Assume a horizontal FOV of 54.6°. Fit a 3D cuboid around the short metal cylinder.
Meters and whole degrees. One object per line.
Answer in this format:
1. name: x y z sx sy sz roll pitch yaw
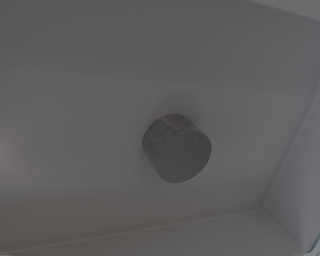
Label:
1. short metal cylinder: 0.022 0.028 0.421 0.081 0.050 0.080 -14 124 -21
